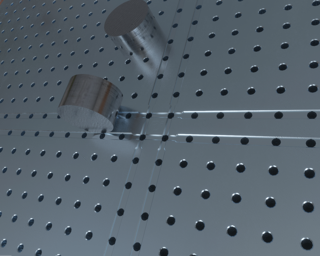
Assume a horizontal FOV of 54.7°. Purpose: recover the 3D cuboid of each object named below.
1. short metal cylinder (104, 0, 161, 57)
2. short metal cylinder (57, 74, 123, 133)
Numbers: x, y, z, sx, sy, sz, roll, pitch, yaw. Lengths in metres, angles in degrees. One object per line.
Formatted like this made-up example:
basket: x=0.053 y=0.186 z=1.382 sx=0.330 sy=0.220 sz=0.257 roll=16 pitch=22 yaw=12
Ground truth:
short metal cylinder: x=-0.045 y=-0.166 z=0.516 sx=0.080 sy=0.050 sz=0.080 roll=-13 pitch=56 yaw=20
short metal cylinder: x=-0.099 y=-0.033 z=0.443 sx=0.080 sy=0.080 sz=0.050 roll=0 pitch=62 yaw=28
